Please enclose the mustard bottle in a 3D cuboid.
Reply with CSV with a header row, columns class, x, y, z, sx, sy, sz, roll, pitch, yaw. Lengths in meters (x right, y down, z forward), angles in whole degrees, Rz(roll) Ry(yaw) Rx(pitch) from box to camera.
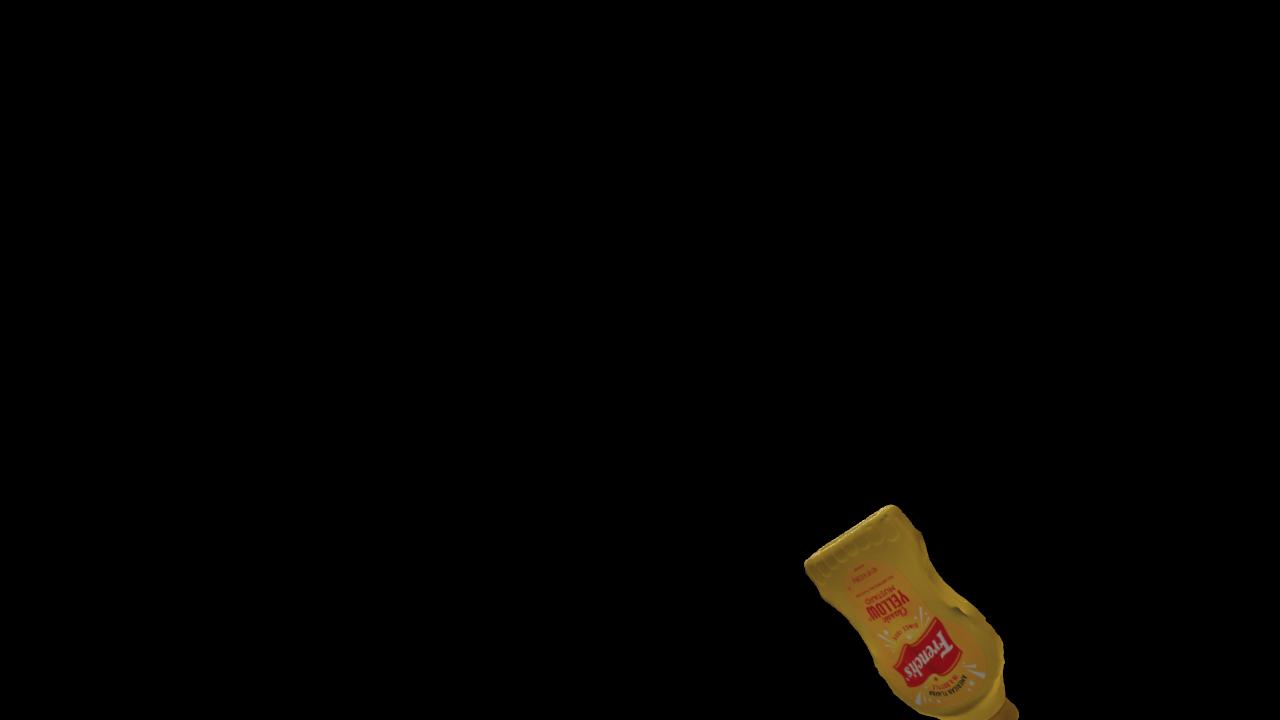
class,x,y,z,sx,sy,sz,roll,pitch,yaw
mustard bottle,0.214,0.208,0.460,0.092,0.184,0.054,-42,-20,19
